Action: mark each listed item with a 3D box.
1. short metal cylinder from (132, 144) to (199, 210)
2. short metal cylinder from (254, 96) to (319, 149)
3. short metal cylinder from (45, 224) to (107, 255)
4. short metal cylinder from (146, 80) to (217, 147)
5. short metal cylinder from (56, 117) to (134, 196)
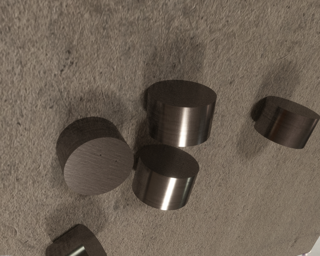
[{"bbox_3d":[0.007,0.064,0.416,0.081,0.080,0.050,0,118,-29],"label":"short metal cylinder"},{"bbox_3d":[0.192,-0.010,0.473,0.081,0.080,0.050,3,117,-30],"label":"short metal cylinder"},{"bbox_3d":[-0.110,0.181,0.424,0.050,0.080,0.080,-34,129,-6],"label":"short metal cylinder"},{"bbox_3d":[0.024,-0.020,0.374,0.081,0.080,0.050,-10,123,-24],"label":"short metal cylinder"},{"bbox_3d":[-0.078,0.033,0.370,0.081,0.050,0.079,-14,125,-21],"label":"short metal cylinder"}]
